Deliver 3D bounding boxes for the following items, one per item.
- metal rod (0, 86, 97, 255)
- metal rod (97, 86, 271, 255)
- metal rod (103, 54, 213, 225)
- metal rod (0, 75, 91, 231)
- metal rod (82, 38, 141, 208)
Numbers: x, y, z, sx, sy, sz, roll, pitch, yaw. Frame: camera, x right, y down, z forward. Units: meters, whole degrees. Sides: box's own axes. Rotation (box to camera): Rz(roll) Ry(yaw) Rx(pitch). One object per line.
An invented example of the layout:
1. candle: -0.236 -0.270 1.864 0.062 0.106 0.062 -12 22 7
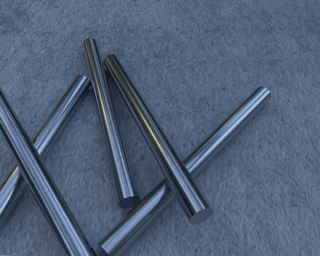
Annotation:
1. metal rod: -0.139 0.042 0.336 0.025 0.025 0.300 -29 65 -22
2. metal rod: 0.048 0.036 0.373 0.025 0.025 0.302 35 58 25
3. metal rod: -0.019 -0.011 0.391 0.025 0.025 0.300 -18 46 -15
4. metal rod: -0.154 0.042 0.366 0.025 0.025 0.300 12 51 10
5. metal rod: -0.075 -0.030 0.427 0.025 0.025 0.300 -12 51 -11
